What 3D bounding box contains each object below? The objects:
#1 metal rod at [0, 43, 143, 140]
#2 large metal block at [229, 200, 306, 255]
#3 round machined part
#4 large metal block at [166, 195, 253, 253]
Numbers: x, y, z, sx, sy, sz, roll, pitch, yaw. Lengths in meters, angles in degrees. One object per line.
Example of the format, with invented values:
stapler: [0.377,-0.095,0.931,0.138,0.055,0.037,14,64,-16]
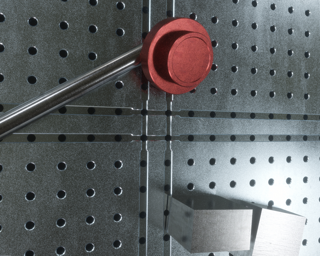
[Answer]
metal rod: [-0.109,-0.044,0.372,0.302,0.025,0.025,-32,101,-17]
large metal block: [0.159,0.159,0.458,0.081,0.050,0.080,16,85,-20]
round machined part: [0.029,-0.090,0.396,0.099,0.042,0.097,-13,116,-27]
large metal block: [0.061,0.122,0.406,0.081,0.080,0.050,5,89,-20]
